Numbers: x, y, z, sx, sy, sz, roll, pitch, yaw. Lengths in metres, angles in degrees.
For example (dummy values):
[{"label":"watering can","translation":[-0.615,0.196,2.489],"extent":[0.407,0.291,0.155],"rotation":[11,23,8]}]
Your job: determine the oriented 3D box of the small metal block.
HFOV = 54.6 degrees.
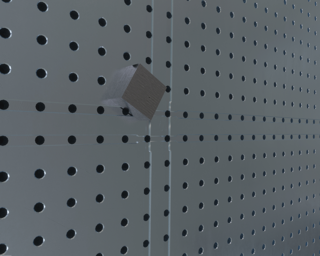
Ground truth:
[{"label":"small metal block","translation":[-0.026,-0.044,0.387],"extent":[0.050,0.025,0.050],"rotation":[38,67,-33]}]
